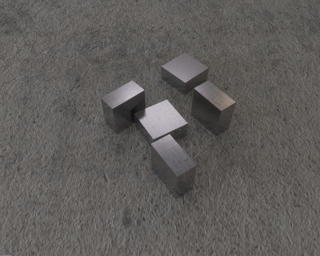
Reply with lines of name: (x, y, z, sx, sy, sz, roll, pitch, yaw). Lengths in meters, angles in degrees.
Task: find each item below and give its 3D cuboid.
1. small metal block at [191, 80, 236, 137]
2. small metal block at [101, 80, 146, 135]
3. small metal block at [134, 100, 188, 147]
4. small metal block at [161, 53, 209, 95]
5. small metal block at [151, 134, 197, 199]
small metal block: (0.069, -0.026, 0.409, 0.025, 0.050, 0.050, -30, 56, -23)
small metal block: (-0.047, -0.027, 0.409, 0.050, 0.050, 0.025, -34, 58, -25)
small metal block: (0.001, -0.004, 0.407, 0.050, 0.025, 0.050, -25, 54, -19)
small metal block: (0.038, -0.083, 0.473, 0.050, 0.025, 0.050, -35, 58, -26)
small metal block: (0.014, 0.044, 0.350, 0.025, 0.050, 0.050, -27, 55, -21)
